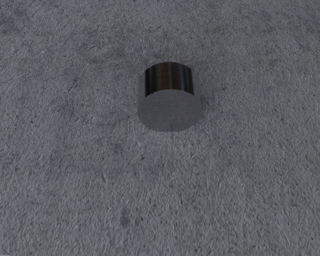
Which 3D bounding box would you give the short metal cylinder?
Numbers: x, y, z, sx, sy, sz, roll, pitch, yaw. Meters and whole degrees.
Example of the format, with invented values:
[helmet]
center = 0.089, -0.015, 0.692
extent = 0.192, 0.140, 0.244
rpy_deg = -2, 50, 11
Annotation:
[short metal cylinder]
center = 0.012, -0.038, 0.402
extent = 0.081, 0.080, 0.050
rpy_deg = -1, 50, -1
